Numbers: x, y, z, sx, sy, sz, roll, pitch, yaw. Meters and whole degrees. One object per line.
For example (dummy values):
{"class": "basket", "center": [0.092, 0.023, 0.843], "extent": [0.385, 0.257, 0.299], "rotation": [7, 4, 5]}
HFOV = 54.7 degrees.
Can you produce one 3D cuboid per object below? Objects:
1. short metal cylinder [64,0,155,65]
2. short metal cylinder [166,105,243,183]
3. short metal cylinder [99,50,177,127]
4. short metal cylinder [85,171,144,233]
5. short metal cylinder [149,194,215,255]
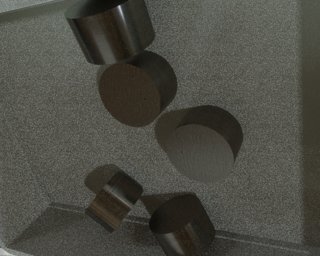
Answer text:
{"class": "short metal cylinder", "center": [-0.051, -0.109, 0.325], "extent": [0.080, 0.080, 0.050], "rotation": [2, 133, 27]}
{"class": "short metal cylinder", "center": [0.055, 0.019, 0.375], "extent": [0.080, 0.050, 0.079], "rotation": [13, 124, 20]}
{"class": "short metal cylinder", "center": [-0.026, -0.048, 0.375], "extent": [0.080, 0.050, 0.079], "rotation": [13, 124, 20]}
{"class": "short metal cylinder", "center": [-0.070, 0.113, 0.478], "extent": [0.050, 0.080, 0.080], "rotation": [38, 129, 2]}
{"class": "short metal cylinder", "center": [0.032, 0.141, 0.442], "extent": [0.080, 0.080, 0.050], "rotation": [-16, 110, 34]}
